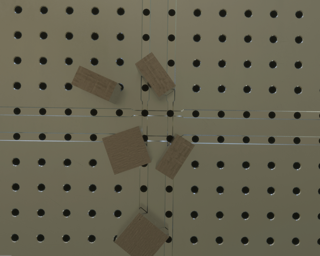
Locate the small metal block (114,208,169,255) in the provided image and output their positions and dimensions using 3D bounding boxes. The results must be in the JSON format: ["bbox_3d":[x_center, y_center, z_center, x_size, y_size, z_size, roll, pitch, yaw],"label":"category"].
[{"bbox_3d":[-0.024,0.144,0.413,0.050,0.025,0.050,40,90,0],"label":"small metal block"}]

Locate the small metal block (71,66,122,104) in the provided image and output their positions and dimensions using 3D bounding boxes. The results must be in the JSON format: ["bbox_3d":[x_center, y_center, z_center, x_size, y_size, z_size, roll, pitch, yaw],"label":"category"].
[{"bbox_3d":[-0.080,-0.054,0.400,0.050,0.050,0.025,24,90,0],"label":"small metal block"}]

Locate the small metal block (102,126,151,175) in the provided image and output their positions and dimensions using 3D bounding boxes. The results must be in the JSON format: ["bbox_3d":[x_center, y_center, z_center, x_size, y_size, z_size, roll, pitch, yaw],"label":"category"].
[{"bbox_3d":[-0.043,0.029,0.413,0.050,0.025,0.050,-19,90,0],"label":"small metal block"}]

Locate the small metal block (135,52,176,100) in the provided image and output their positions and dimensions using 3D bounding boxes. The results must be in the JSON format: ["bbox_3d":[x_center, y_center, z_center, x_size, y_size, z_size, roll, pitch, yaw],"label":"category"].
[{"bbox_3d":[-0.005,-0.065,0.401,0.025,0.050,0.050,-36,90,0],"label":"small metal block"}]

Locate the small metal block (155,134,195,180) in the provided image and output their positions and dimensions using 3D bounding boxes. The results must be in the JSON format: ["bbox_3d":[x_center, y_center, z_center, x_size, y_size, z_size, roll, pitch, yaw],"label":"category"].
[{"bbox_3d":[0.018,0.035,0.401,0.025,0.050,0.050,33,90,0],"label":"small metal block"}]
